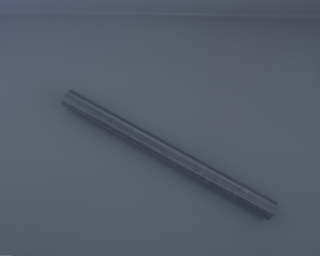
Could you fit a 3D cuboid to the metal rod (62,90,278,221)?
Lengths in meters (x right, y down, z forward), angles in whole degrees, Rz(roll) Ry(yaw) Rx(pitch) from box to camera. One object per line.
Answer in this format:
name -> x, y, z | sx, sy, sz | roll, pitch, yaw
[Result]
metal rod -> 0.005, 0.030, 0.398 | 0.301, 0.025, 0.025 | 29, 72, 9
